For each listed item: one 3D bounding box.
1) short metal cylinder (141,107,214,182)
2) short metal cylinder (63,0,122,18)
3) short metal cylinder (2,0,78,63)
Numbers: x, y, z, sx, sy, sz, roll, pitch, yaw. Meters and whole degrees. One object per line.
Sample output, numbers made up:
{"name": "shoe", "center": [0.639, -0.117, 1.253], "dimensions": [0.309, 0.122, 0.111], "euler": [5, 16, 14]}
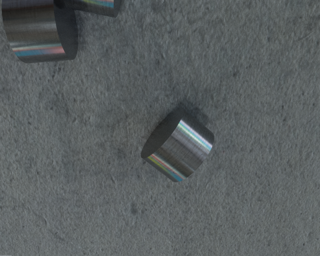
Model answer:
{"name": "short metal cylinder", "center": [0.021, 0.021, 0.388], "dimensions": [0.050, 0.080, 0.080], "euler": [39, 105, -14]}
{"name": "short metal cylinder", "center": [-0.065, -0.160, 0.320], "dimensions": [0.050, 0.080, 0.079], "euler": [10, 110, -4]}
{"name": "short metal cylinder", "center": [-0.126, -0.113, 0.337], "dimensions": [0.050, 0.080, 0.079], "euler": [-4, 110, 1]}
